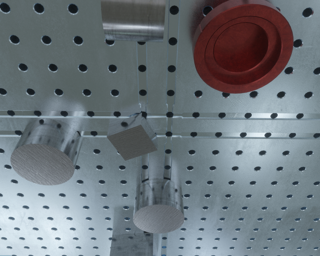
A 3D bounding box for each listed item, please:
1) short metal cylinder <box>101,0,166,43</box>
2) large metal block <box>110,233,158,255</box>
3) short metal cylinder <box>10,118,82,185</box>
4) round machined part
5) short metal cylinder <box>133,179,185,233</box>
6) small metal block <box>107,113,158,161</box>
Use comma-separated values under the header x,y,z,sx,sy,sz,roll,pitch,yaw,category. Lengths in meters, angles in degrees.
x,y,z,sx,sy,sz,roll,pitch,yaw,category
-0.021,-0.118,0.275,0.050,0.080,0.079,2,130,-2,short metal cylinder
-0.049,0.252,0.609,0.080,0.050,0.080,-4,130,3,large metal block
-0.152,0.033,0.422,0.081,0.050,0.079,0,130,0,short metal cylinder
0.083,-0.088,0.326,0.099,0.042,0.097,0,130,0,round machined part
-0.002,0.128,0.504,0.081,0.050,0.079,0,130,0,short metal cylinder
-0.036,0.013,0.422,0.050,0.025,0.050,-19,128,15,small metal block
